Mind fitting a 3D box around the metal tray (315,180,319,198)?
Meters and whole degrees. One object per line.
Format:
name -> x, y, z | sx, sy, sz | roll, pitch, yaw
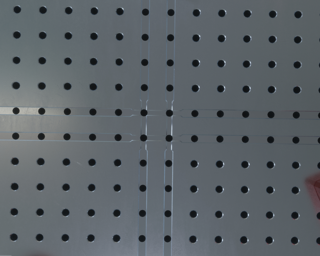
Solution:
metal tray -> 0.278, 0.119, 0.413 | 0.090, 0.030, 0.129 | -22, 90, 0
